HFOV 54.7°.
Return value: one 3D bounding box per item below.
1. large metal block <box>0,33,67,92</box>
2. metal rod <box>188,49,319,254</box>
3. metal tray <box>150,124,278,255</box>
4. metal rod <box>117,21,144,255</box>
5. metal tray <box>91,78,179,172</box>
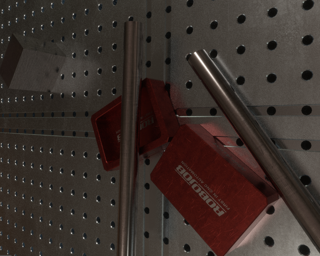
[{"bbox_3d":[-0.229,-0.115,0.559,0.050,0.081,0.080,48,118,29],"label":"large metal block"},{"bbox_3d":[0.114,0.035,0.314,0.025,0.025,0.299,-44,64,31],"label":"metal rod"},{"bbox_3d":[0.055,0.067,0.359,0.130,0.030,0.089,44,116,30],"label":"metal tray"},{"bbox_3d":[-0.039,0.017,0.399,0.025,0.025,0.298,4,92,39],"label":"metal rod"},{"bbox_3d":[-0.038,-0.001,0.435,0.130,0.030,0.090,-28,73,36],"label":"metal tray"}]
